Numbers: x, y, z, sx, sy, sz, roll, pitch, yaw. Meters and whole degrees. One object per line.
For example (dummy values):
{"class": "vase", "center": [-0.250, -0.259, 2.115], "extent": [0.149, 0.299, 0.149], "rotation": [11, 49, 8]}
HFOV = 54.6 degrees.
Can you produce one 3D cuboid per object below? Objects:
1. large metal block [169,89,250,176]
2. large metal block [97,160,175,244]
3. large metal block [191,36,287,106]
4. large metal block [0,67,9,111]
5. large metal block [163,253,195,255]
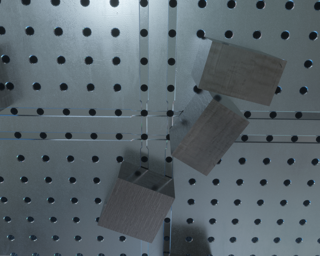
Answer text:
{"class": "large metal block", "center": [0.056, -0.001, 0.384], "extent": [0.050, 0.080, 0.080], "rotation": [32, 107, -11]}
{"class": "large metal block", "center": [-0.033, 0.104, 0.438], "extent": [0.080, 0.050, 0.080], "rotation": [22, 109, -8]}
{"class": "large metal block", "center": [0.085, -0.069, 0.359], "extent": [0.080, 0.080, 0.050], "rotation": [13, 110, -5]}
{"class": "large metal block", "center": [-0.244, -0.056, 0.378], "extent": [0.080, 0.050, 0.080], "rotation": [-3, 110, 1]}
{"class": "large metal block", "center": [0.043, 0.244, 0.474], "extent": [0.080, 0.080, 0.050], "rotation": [6, 110, -3]}
